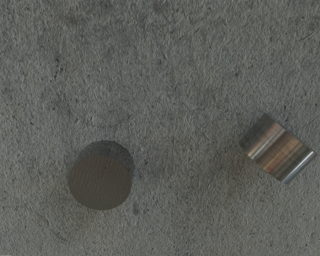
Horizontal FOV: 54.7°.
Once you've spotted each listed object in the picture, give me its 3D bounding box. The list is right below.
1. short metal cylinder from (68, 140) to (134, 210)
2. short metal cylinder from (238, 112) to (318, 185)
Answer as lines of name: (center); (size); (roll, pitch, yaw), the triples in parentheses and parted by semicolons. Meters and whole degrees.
short metal cylinder: (-0.077, 0.063, 0.419); (0.081, 0.050, 0.079); (0, 110, 0)
short metal cylinder: (0.147, 0.025, 0.391); (0.080, 0.080, 0.050); (35, 106, -12)
